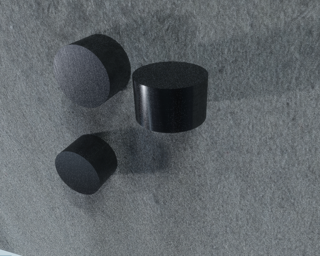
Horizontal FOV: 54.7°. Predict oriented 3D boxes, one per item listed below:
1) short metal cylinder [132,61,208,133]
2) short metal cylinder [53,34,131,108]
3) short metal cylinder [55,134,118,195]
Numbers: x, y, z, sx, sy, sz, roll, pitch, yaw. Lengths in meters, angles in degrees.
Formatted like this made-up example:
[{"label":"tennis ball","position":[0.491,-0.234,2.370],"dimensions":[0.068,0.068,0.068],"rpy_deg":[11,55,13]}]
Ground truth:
[{"label":"short metal cylinder","position":[0.012,-0.036,0.342],"dimensions":[0.080,0.080,0.050],"rpy_deg":[11,123,21]},{"label":"short metal cylinder","position":[-0.084,-0.072,0.389],"dimensions":[0.080,0.050,0.079],"rpy_deg":[13,124,20]},{"label":"short metal cylinder","position":[-0.114,0.057,0.484],"dimensions":[0.080,0.050,0.079],"rpy_deg":[13,124,20]}]
